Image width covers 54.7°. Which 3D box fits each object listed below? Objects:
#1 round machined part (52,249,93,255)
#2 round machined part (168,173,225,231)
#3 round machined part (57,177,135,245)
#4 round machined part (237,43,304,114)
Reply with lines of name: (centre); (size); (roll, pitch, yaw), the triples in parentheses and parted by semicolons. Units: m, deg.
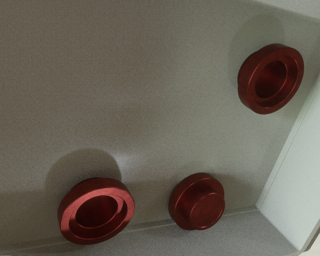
round machined part: (-0.139, 0.222, 0.463); (0.099, 0.042, 0.097); (-14, 125, -21)
round machined part: (0.066, 0.126, 0.505); (0.099, 0.042, 0.097); (-11, 114, -26)
round machined part: (-0.087, 0.106, 0.417); (0.099, 0.042, 0.097); (-14, 125, -21)
round machined part: (0.150, -0.072, 0.438); (0.099, 0.042, 0.097); (-14, 125, -21)
